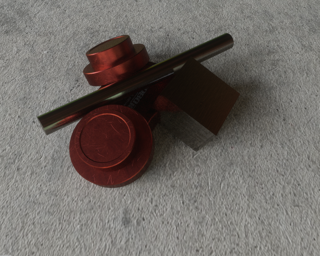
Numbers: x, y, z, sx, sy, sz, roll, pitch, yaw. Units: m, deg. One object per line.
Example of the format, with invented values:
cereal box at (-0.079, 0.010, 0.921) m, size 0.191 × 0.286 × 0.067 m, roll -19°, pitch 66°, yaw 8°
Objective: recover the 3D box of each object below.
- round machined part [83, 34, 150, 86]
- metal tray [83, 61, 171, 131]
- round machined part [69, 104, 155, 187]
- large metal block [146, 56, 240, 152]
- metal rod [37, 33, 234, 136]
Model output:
round machined part at (-0.068, -0.103, 0.454) m, size 0.098 × 0.042 × 0.098 m, roll -18°, pitch 28°, yaw 10°
metal tray at (-0.036, -0.044, 0.438) m, size 0.090 × 0.030 × 0.130 m, roll 19°, pitch 53°, yaw 15°
round machined part at (-0.057, 0.017, 0.356) m, size 0.099 × 0.042 × 0.098 m, roll -2°, pitch 70°, yaw 6°
large metal block at (0.043, -0.031, 0.396) m, size 0.080 × 0.050 × 0.080 m, roll 37°, pitch 55°, yaw -2°
metal rod at (-0.017, -0.069, 0.424) m, size 0.302 × 0.025 × 0.025 m, roll -28°, pitch 56°, yaw -22°
